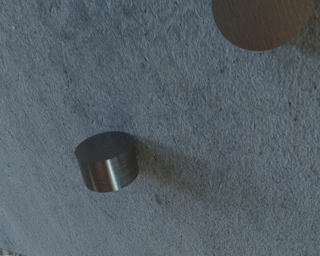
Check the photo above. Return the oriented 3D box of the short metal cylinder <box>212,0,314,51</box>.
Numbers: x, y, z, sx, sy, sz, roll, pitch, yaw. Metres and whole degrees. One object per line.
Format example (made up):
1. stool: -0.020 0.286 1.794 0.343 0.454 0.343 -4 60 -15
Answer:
1. short metal cylinder: 0.092 -0.114 0.272 0.080 0.050 0.079 13 124 21

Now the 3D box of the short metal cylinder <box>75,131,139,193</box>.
1. short metal cylinder: -0.074 0.046 0.439 0.080 0.080 0.050 5 121 26
